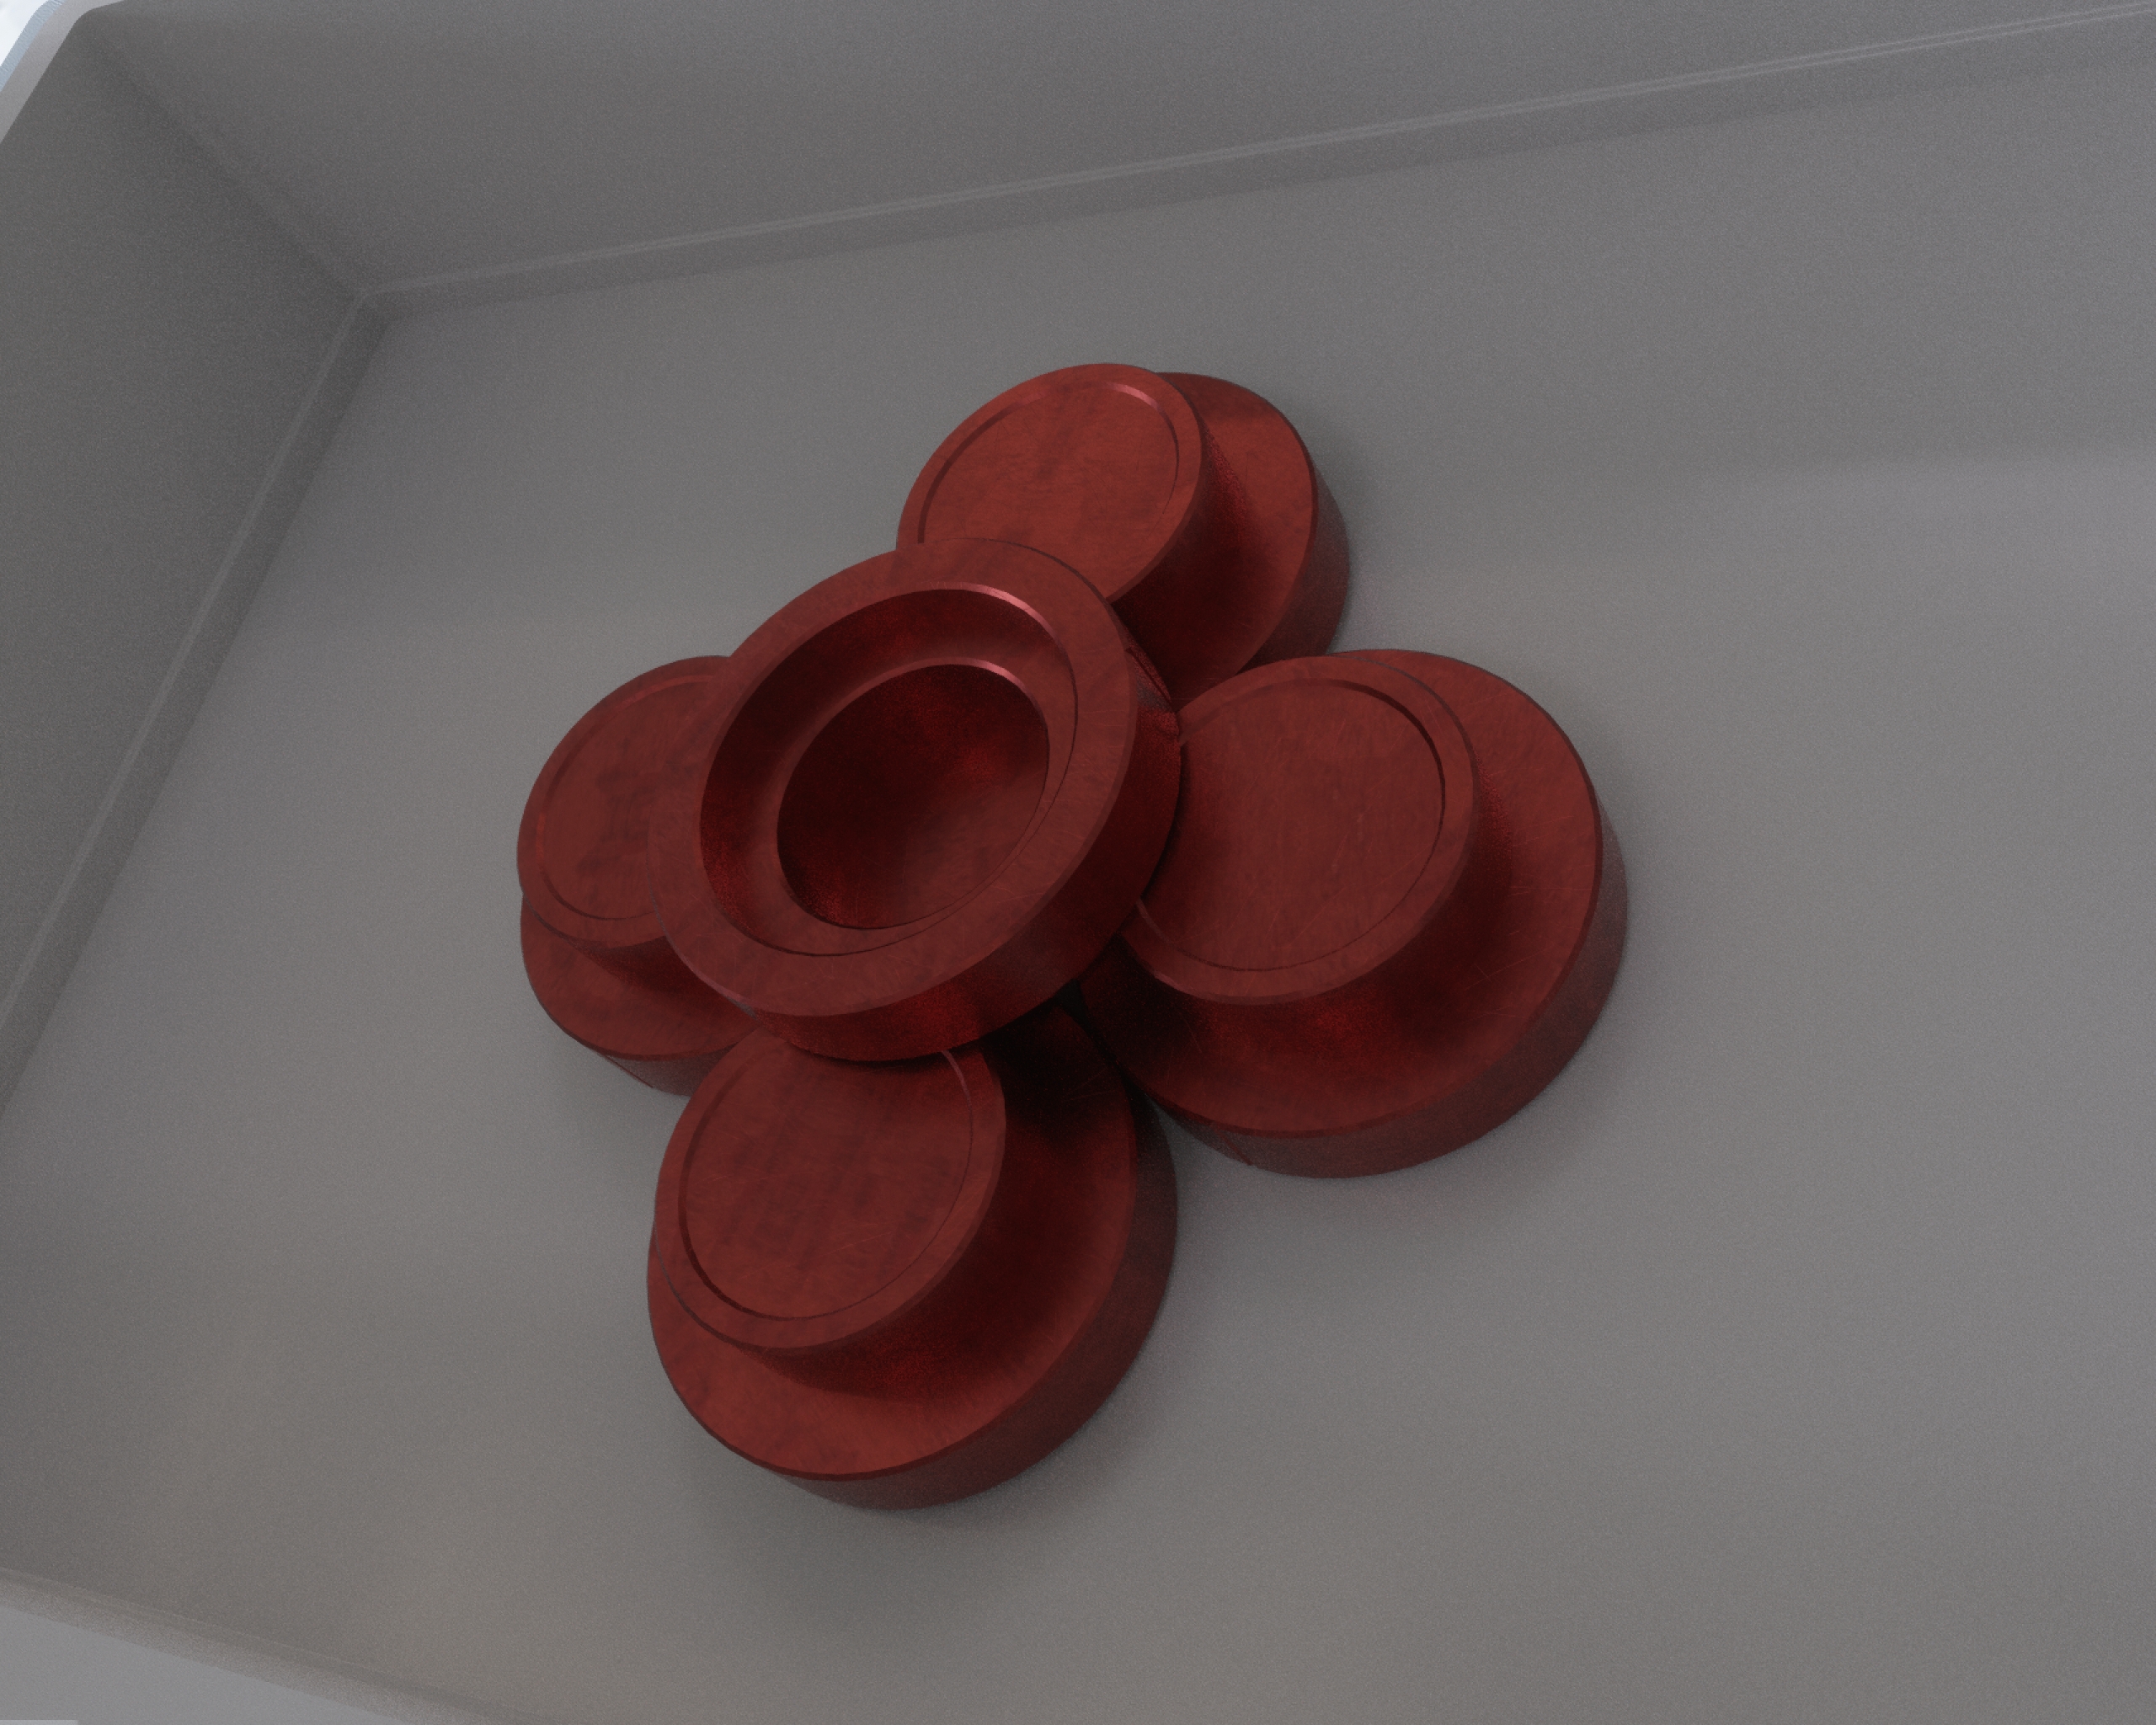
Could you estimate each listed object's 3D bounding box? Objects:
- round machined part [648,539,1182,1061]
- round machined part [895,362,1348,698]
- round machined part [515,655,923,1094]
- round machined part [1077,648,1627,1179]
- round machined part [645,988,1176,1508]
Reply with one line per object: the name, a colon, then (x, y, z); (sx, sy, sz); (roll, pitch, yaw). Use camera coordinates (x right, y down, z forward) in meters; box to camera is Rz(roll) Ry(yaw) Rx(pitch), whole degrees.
round machined part: (-0.026, -0.008, 0.384); (0.098, 0.042, 0.098); (-13, 56, 21)
round machined part: (0.002, -0.063, 0.429); (0.098, 0.042, 0.098); (-13, 56, 21)
round machined part: (-0.076, -0.004, 0.435); (0.098, 0.042, 0.098); (-13, 56, 21)
round machined part: (0.043, 0.003, 0.368); (0.098, 0.042, 0.098); (-13, 56, 21)
round machined part: (-0.036, 0.061, 0.373); (0.098, 0.042, 0.098); (-13, 55, 19)
